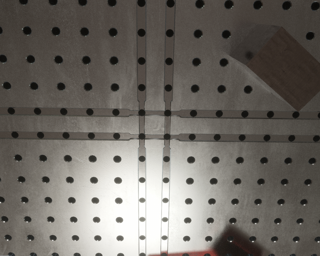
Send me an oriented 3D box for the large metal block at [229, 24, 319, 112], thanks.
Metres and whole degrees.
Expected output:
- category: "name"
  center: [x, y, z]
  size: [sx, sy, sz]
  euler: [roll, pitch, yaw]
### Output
- category: "large metal block"
  center: [0.135, -0.073, 0.359]
  size: [0.080, 0.080, 0.050]
  euler: [37, 106, -13]
